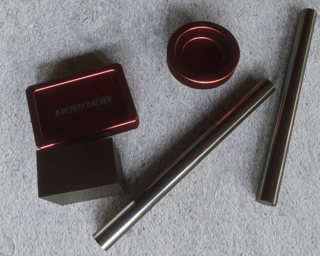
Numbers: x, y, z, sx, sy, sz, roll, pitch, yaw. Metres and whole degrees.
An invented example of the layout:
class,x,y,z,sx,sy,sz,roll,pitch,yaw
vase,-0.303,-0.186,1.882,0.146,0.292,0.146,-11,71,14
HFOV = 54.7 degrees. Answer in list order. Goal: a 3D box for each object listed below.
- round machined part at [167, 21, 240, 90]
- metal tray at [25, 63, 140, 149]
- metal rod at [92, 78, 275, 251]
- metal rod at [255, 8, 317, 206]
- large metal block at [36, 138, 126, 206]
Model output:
class,x,y,z,sx,sy,sz,roll,pitch,yaw
round machined part,0.058,-0.097,0.435,0.099,0.042,0.098,0,70,-1
metal tray,-0.102,-0.027,0.414,0.131,0.030,0.090,-17,71,-7
metal rod,0.040,0.037,0.395,0.301,0.025,0.025,-41,76,-14
metal rod,0.177,-0.041,0.425,0.025,0.025,0.299,18,71,6
large metal block,-0.087,0.053,0.358,0.081,0.080,0.050,-10,71,-4
